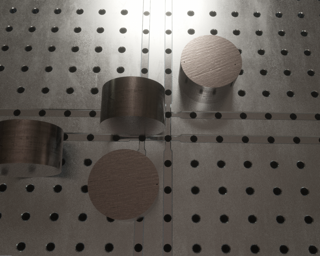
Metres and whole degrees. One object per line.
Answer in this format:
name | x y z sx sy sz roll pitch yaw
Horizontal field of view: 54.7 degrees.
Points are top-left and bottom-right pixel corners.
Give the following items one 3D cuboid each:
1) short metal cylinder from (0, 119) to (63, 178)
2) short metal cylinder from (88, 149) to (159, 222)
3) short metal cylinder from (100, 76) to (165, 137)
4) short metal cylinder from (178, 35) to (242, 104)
short metal cylinder | -0.159 0.027 0.371 0.081 0.080 0.050 -3 70 -1
short metal cylinder | -0.041 0.070 0.372 0.081 0.050 0.080 0 70 0
short metal cylinder | -0.034 -0.024 0.391 0.081 0.080 0.050 0 70 0
short metal cylinder | 0.067 -0.080 0.429 0.081 0.050 0.080 0 70 -1
